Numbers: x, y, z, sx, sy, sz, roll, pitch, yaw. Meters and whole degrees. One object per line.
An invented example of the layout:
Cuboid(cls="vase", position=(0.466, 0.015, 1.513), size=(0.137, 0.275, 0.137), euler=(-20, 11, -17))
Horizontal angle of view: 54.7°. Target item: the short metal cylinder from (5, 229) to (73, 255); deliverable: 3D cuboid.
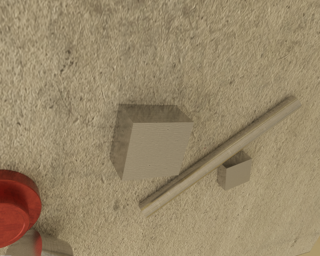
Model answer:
Cuboid(cls="short metal cylinder", position=(-0.158, 0.177, 0.395), size=(0.080, 0.080, 0.050), euler=(-45, 130, 3))

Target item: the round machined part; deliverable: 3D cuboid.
Cuboid(cls="round machined part", position=(-0.188, 0.100, 0.355), size=(0.099, 0.042, 0.097), euler=(-14, 125, -21))

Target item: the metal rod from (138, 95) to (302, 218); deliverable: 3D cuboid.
Cuboid(cls="metal rod", position=(0.097, 0.042, 0.488), size=(0.301, 0.025, 0.025), euler=(-35, 129, -6))

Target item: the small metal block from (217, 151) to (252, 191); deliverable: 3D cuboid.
Cuboid(cls="small metal block", position=(0.125, 0.072, 0.522), size=(0.050, 0.025, 0.050), euler=(-18, 126, -19))

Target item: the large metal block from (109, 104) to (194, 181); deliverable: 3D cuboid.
Cuboid(cls="large metal block", position=(-0.013, 0.017, 0.395), size=(0.081, 0.050, 0.079), euler=(-1, 119, -28))
